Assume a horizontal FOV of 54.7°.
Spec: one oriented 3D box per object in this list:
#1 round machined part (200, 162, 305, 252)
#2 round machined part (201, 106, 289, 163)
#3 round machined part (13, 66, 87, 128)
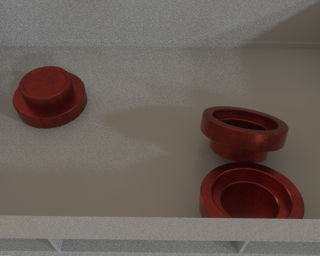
[{"bbox_3d":[0.089,0.082,0.315,0.099,0.042,0.098,0,35,0],"label":"round machined part"},{"bbox_3d":[0.097,0.009,0.369,0.099,0.042,0.098,6,20,-2],"label":"round machined part"},{"bbox_3d":[-0.156,-0.050,0.435,0.099,0.042,0.098,0,50,0],"label":"round machined part"}]
